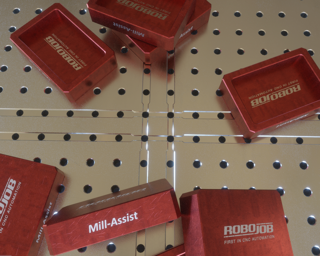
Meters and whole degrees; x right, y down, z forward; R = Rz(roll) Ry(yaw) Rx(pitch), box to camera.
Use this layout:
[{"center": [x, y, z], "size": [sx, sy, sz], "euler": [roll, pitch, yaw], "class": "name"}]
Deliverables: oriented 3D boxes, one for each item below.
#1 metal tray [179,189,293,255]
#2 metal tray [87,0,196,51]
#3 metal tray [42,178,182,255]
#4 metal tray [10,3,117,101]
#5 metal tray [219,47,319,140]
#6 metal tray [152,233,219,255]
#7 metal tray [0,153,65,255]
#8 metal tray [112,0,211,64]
[{"center": [0.085, 0.113, 0.332], "size": [0.131, 0.030, 0.090], "euler": [8, 66, -33], "class": "metal tray"}, {"center": [-0.024, -0.173, 0.439], "size": [0.130, 0.030, 0.090], "euler": [23, 72, 8], "class": "metal tray"}, {"center": [-0.048, 0.092, 0.340], "size": [0.131, 0.090, 0.030], "euler": [-15, 89, -6], "class": "metal tray"}, {"center": [-0.138, -0.112, 0.449], "size": [0.130, 0.030, 0.090], "euler": [43, 75, 14], "class": "metal tray"}, {"center": [0.160, -0.049, 0.427], "size": [0.131, 0.030, 0.090], "euler": [-20, 71, -7], "class": "metal tray"}, {"center": [0.019, 0.182, 0.342], "size": [0.131, 0.030, 0.090], "euler": [-20, 71, -7], "class": "metal tray"}, {"center": [-0.181, 0.102, 0.371], "size": [0.090, 0.030, 0.130], "euler": [13, 70, 4], "class": "metal tray"}, {"center": [0.001, -0.168, 0.471], "size": [0.130, 0.030, 0.090], "euler": [-39, 75, -13], "class": "metal tray"}]
